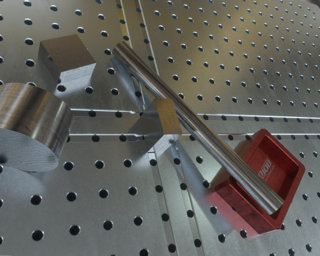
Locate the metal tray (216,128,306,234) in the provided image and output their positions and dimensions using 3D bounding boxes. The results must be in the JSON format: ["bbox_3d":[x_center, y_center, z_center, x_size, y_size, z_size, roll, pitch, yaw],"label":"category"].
[{"bbox_3d":[0.147,0.071,0.440,0.090,0.030,0.131,44,51,2],"label":"metal tray"}]

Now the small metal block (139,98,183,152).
[{"bbox_3d":[0.000,-0.003,0.393,0.025,0.050,0.050,-1,62,-29],"label":"small metal block"}]

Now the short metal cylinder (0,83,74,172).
[{"bbox_3d":[-0.131,0.002,0.301,0.080,0.080,0.050,21,54,-16],"label":"short metal cylinder"}]

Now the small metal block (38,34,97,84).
[{"bbox_3d":[-0.119,-0.089,0.398,0.050,0.025,0.050,-27,76,-37],"label":"small metal block"}]

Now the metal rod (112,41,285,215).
[{"bbox_3d":[0.041,-0.009,0.411,0.025,0.025,0.300,-32,72,-38],"label":"metal rod"}]
